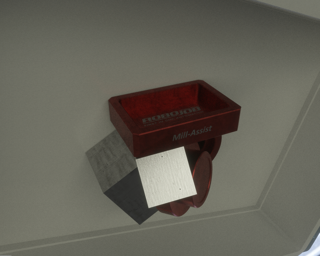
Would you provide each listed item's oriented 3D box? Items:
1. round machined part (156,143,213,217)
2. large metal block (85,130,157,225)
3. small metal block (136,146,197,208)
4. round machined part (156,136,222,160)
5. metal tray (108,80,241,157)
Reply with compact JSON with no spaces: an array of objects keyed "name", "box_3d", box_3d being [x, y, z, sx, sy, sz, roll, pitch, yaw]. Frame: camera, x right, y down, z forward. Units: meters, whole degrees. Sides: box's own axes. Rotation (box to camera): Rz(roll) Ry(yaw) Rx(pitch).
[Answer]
[{"name":"round machined part","box_3d":[0.033,0.059,0.377,0.099,0.042,0.097,-21,114,-59]},{"name":"large metal block","box_3d":[-0.040,0.060,0.388,0.050,0.080,0.080,-38,130,-3]},{"name":"small metal block","box_3d":[0.006,0.050,0.322,0.050,0.025,0.050,-15,87,-5]},{"name":"round machined part","box_3d":[0.033,0.018,0.428,0.099,0.042,0.097,-14,125,-21]},{"name":"metal tray","box_3d":[0.016,-0.017,0.364,0.131,0.090,0.030,-14,125,-21]}]
